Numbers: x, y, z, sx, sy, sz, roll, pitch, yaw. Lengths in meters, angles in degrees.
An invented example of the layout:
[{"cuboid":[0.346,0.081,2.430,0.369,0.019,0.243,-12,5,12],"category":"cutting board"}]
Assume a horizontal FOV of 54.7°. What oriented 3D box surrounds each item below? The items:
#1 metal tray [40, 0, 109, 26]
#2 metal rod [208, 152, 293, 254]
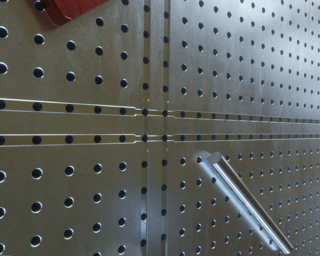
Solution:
[{"cuboid":[-0.082,-0.181,0.338,0.131,0.030,0.090,-44,117,-31],"category":"metal tray"},{"cuboid":[0.172,0.145,0.556,0.300,0.025,0.025,49,61,-29],"category":"metal rod"}]
